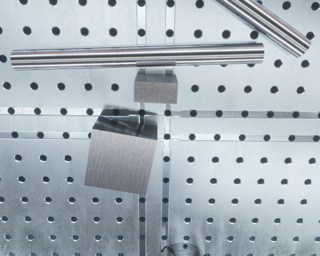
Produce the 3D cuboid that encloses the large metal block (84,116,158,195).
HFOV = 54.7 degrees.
[{"bbox_3d":[-0.051,0.036,0.413,0.081,0.050,0.079,10,110,-4],"label":"large metal block"}]

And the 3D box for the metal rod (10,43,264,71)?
[{"bbox_3d":[-0.027,-0.087,0.380,0.302,0.025,0.025,-2,110,0],"label":"metal rod"}]

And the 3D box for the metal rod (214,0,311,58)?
[{"bbox_3d":[0.048,-0.171,0.350,0.301,0.025,0.025,30,107,-11],"label":"metal rod"}]

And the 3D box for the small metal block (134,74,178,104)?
[{"bbox_3d":[-0.005,-0.049,0.382,0.050,0.050,0.025,2,110,-1],"label":"small metal block"}]

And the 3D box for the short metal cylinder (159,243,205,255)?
[{"bbox_3d":[0.036,0.230,0.485,0.081,0.050,0.079,0,110,-1],"label":"short metal cylinder"}]
